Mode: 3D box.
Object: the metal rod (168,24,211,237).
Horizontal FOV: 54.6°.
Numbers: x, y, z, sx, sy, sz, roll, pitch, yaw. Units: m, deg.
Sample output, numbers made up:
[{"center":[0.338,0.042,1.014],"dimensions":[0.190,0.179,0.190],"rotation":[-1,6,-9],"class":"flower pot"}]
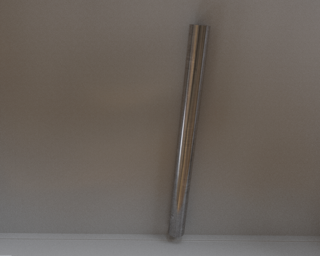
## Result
[{"center":[0.036,0.018,0.417],"dimensions":[0.025,0.025,0.298],"rotation":[4,110,-2],"class":"metal rod"}]
